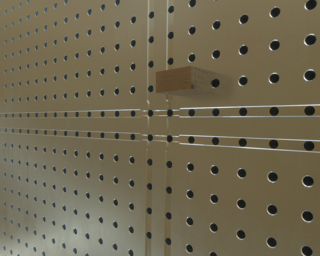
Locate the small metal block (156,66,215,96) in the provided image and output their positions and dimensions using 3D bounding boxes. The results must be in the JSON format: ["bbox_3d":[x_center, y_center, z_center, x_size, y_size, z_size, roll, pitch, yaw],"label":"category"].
[{"bbox_3d":[0.031,-0.054,0.369,0.050,0.050,0.025,-1,89,40],"label":"small metal block"}]
